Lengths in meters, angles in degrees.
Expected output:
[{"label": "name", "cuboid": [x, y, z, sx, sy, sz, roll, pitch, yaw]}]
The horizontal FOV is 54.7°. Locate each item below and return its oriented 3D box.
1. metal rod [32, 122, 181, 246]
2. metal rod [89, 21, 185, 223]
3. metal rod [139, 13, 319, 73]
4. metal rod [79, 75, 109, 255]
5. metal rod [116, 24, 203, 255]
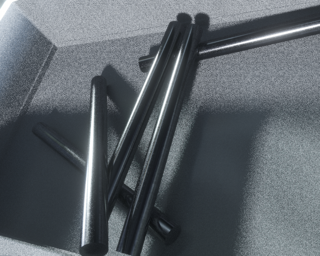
[{"label": "metal rod", "cuboid": [-0.092, 0.058, 0.418, 0.300, 0.025, 0.025, 28, 77, 37]}, {"label": "metal rod", "cuboid": [-0.026, -0.015, 0.395, 0.025, 0.025, 0.300, 7, 65, 31]}, {"label": "metal rod", "cuboid": [0.109, -0.117, 0.419, 0.300, 0.025, 0.025, -8, 58, 24]}, {"label": "metal rod", "cuboid": [-0.079, 0.016, 0.388, 0.025, 0.025, 0.300, -27, 37, 11]}, {"label": "metal rod", "cuboid": [0.007, -0.004, 0.370, 0.025, 0.025, 0.300, 3, 63, 29]}]
